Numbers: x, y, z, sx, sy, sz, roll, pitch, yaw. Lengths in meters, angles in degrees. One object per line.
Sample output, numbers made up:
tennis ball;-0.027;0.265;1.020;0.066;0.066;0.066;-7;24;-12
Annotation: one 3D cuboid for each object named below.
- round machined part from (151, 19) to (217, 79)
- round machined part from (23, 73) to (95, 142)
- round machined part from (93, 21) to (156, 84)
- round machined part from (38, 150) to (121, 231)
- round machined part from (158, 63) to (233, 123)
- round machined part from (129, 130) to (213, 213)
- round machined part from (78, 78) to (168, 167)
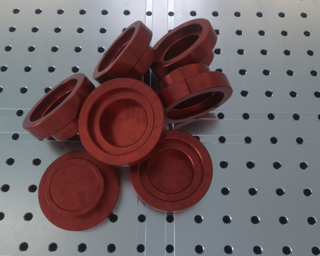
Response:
round machined part;0.034;-0.100;0.422;0.098;0.042;0.098;-26;36;21
round machined part;-0.120;-0.021;0.392;0.098;0.098;0.042;-48;121;-15
round machined part;-0.043;-0.092;0.417;0.042;0.098;0.098;38;70;-26
round machined part;-0.098;0.074;0.376;0.099;0.042;0.098;0;70;0
round machined part;0.037;-0.045;0.389;0.099;0.098;0.042;-18;74;-6
round machined part;0.013;0.055;0.383;0.099;0.042;0.098;0;70;0
round machined part;-0.039;-0.004;0.356;0.098;0.042;0.098;-2;78;11
